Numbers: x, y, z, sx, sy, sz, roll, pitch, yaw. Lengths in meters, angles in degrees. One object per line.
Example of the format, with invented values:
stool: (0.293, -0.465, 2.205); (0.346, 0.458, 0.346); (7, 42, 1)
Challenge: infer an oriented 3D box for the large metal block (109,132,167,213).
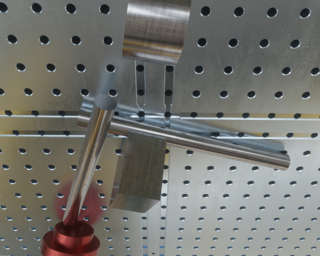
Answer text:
large metal block: (-0.030, 0.062, 0.412); (0.050, 0.080, 0.080); (13, 151, -11)

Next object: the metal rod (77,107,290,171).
metal rod: (0.040, 0.018, 0.427); (0.302, 0.025, 0.025); (13, 129, -12)

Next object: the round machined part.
round machined part: (-0.153, 0.195, 0.541); (0.099, 0.098, 0.042); (12, 93, -11)

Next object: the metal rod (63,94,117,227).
metal rod: (-0.110, 0.067, 0.446); (0.025, 0.025, 0.298); (15, 135, -13)

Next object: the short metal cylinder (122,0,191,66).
short metal cylinder: (-0.005, -0.101, 0.289); (0.050, 0.080, 0.079); (8, 130, -7)
